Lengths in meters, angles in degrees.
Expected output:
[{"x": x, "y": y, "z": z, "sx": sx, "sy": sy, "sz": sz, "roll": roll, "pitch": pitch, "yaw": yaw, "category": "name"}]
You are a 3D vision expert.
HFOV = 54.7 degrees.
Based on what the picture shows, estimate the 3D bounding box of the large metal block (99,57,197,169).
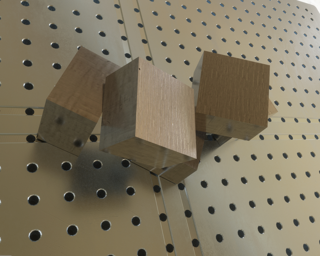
[{"x": -0.010, "y": -0.011, "z": 0.311, "sx": 0.080, "sy": 0.050, "sz": 0.080, "roll": 23, "pitch": 57, "yaw": -41, "category": "large metal block"}]

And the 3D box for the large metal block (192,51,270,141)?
[{"x": 0.081, "y": -0.037, "z": 0.371, "sx": 0.081, "sy": 0.050, "sz": 0.080, "roll": 12, "pitch": 68, "yaw": -4, "category": "large metal block"}]

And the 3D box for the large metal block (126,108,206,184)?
[{"x": 0.008, "y": 0.012, "z": 0.390, "sx": 0.080, "sy": 0.050, "sz": 0.080, "roll": 28, "pitch": 52, "yaw": -11, "category": "large metal block"}]

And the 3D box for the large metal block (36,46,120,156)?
[{"x": -0.089, "y": -0.028, "z": 0.342, "sx": 0.050, "sy": 0.080, "sz": 0.080, "roll": 27, "pitch": 52, "yaw": -12, "category": "large metal block"}]

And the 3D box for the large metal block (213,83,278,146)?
[{"x": 0.107, "y": -0.031, "z": 0.452, "sx": 0.050, "sy": 0.080, "sz": 0.080, "roll": -18, "pitch": 71, "yaw": -35, "category": "large metal block"}]
